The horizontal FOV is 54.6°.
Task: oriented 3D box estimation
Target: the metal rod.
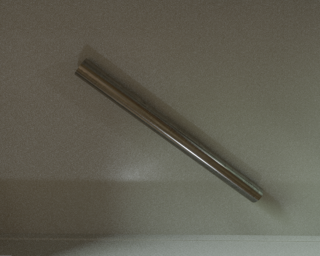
[{"bbox_3d":[0.021,0.010,0.415,0.301,0.025,0.025,36,106,-13],"label":"metal rod"}]
